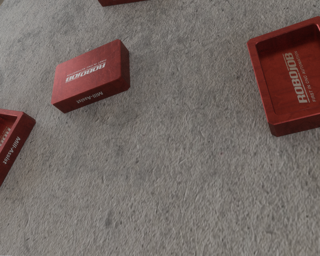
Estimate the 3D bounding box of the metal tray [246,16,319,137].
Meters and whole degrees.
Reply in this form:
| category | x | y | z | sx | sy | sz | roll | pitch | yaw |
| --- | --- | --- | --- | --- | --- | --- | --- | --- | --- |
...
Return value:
| category | x | y | z | sx | sy | sz | roll | pitch | yaw |
| --- | --- | --- | --- | --- | --- | --- | --- | --- | --- |
| metal tray | 0.158 | -0.061 | 0.354 | 0.090 | 0.030 | 0.130 | -15 | 55 | 19 |

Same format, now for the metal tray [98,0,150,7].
| category | x | y | z | sx | sy | sz | roll | pitch | yaw |
| --- | --- | --- | --- | --- | --- | --- | --- | --- | --- |
| metal tray | -0.058 | -0.288 | 0.607 | 0.130 | 0.030 | 0.090 | 6 | 64 | 30 |

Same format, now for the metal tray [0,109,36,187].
| category | x | y | z | sx | sy | sz | roll | pitch | yaw |
| --- | --- | --- | --- | --- | --- | --- | --- | --- | --- |
| metal tray | -0.280 | 0.031 | 0.528 | 0.090 | 0.030 | 0.130 | 8 | 65 | 31 |

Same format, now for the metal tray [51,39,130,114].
| category | x | y | z | sx | sy | sz | roll | pitch | yaw |
| --- | --- | --- | --- | --- | --- | --- | --- | --- | --- |
| metal tray | -0.114 | -0.085 | 0.513 | 0.130 | 0.030 | 0.090 | -18 | 55 | 17 |
